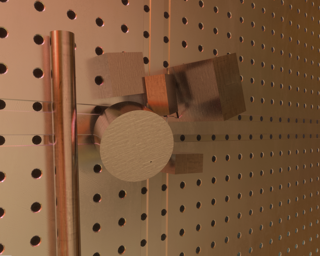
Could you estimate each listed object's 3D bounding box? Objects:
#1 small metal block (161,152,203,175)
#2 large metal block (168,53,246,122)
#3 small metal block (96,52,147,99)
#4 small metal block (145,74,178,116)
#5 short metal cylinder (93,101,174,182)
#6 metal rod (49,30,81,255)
[{"bbox_3d":[0.022,0.045,0.413,0.050,0.050,0.025,3,88,-40],"label":"small metal block"},{"bbox_3d":[0.065,-0.054,0.430,0.050,0.080,0.079,-22,104,-38],"label":"large metal block"},{"bbox_3d":[-0.045,-0.064,0.373,0.050,0.025,0.050,-13,99,-40],"label":"small metal block"},{"bbox_3d":[0.003,-0.042,0.398,0.050,0.025,0.050,-28,112,-73],"label":"small metal block"},{"bbox_3d":[-0.031,0.014,0.350,0.081,0.050,0.079,-6,107,-19],"label":"short metal cylinder"},{"bbox_3d":[-0.099,0.050,0.327,0.025,0.025,0.298,-3,92,-40],"label":"metal rod"}]
